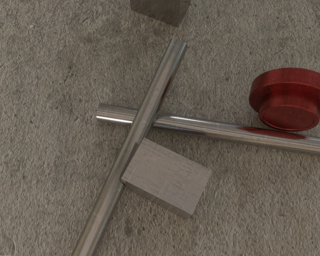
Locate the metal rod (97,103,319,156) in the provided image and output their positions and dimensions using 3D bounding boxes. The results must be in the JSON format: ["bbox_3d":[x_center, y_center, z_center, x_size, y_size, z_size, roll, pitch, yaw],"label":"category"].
[{"bbox_3d":[0.068,0.002,0.408,0.302,0.025,0.025,9,70,3],"label":"metal rod"}]

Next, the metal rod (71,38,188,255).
[{"bbox_3d":[-0.034,0.024,0.377,0.025,0.025,0.299,22,79,7],"label":"metal rod"}]

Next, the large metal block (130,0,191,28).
[{"bbox_3d":[0.002,-0.206,0.454,0.080,0.080,0.050,23,72,8],"label":"large metal block"}]

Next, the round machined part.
[{"bbox_3d":[0.160,-0.028,0.381,0.098,0.098,0.042,14,68,5],"label":"round machined part"}]

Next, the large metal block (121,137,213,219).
[{"bbox_3d":[0.007,0.061,0.357,0.080,0.080,0.050,26,72,8],"label":"large metal block"}]
